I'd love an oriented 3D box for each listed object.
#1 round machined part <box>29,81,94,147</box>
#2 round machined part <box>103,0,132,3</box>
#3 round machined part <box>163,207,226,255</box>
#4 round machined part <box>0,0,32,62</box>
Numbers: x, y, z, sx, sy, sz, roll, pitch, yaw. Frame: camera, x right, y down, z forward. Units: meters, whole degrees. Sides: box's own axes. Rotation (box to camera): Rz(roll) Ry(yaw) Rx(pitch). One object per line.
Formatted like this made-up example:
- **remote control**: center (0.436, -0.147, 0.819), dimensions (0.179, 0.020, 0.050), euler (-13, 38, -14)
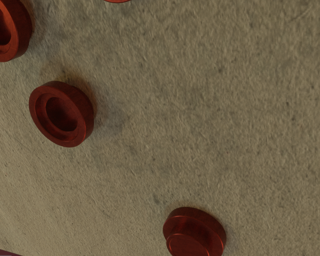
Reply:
- **round machined part**: center (-0.137, -0.024, 0.451), dimensions (0.098, 0.042, 0.097), euler (13, 124, 20)
- **round machined part**: center (-0.050, -0.177, 0.311), dimensions (0.098, 0.042, 0.097), euler (13, 124, 20)
- **round machined part**: center (0.049, 0.173, 0.476), dimensions (0.098, 0.042, 0.097), euler (13, 124, 20)
- **round machined part**: center (-0.214, -0.142, 0.418), dimensions (0.098, 0.042, 0.097), euler (13, 124, 20)
